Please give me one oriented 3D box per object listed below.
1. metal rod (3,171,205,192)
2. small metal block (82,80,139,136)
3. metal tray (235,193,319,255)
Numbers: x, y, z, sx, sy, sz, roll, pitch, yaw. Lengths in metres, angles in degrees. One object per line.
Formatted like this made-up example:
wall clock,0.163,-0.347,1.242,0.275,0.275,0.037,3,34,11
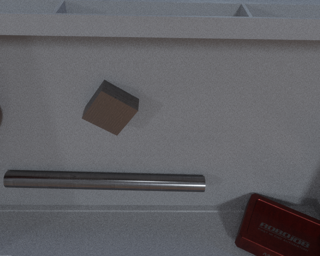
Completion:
metal rod,-0.082,0.083,0.478,0.302,0.025,0.025,2,130,-2
small metal block,-0.061,-0.024,0.388,0.050,0.025,0.050,28,124,-23
metal tray,0.192,0.166,0.479,0.130,0.090,0.030,21,133,15
